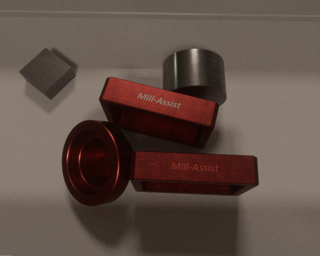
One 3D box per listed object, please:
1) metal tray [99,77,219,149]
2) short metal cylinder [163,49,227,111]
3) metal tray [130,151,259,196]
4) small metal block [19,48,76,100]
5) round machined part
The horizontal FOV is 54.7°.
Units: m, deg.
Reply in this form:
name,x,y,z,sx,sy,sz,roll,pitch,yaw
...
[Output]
name,x,y,z,sx,sy,sz,roll,pitch,yaw
metal tray,-0.001,-0.015,0.380,0.131,0.090,0.030,14,71,5
short metal cylinder,0.044,-0.059,0.403,0.081,0.080,0.050,0,70,0
metal tray,0.035,0.055,0.355,0.131,0.090,0.030,2,70,0
small metal block,-0.157,-0.076,0.436,0.050,0.025,0.050,37,74,12
round machined part,-0.069,0.040,0.368,0.098,0.042,0.097,-2,87,37
